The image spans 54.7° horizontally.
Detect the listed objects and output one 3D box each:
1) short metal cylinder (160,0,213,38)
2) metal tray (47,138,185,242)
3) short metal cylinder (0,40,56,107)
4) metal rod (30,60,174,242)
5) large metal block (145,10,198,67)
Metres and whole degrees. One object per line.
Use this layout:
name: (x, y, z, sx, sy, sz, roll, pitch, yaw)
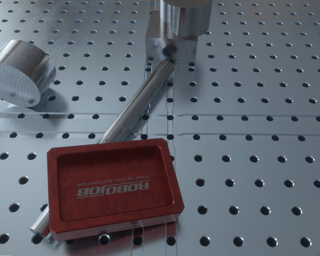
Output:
short metal cylinder: (0.040, -0.184, 0.481, 0.080, 0.050, 0.080, 0, 50, 0)
metal tray: (-0.049, 0.061, 0.330, 0.131, 0.030, 0.090, -5, 58, -17)
short metal cylinder: (-0.195, -0.075, 0.433, 0.080, 0.080, 0.050, 10, 51, 8)
metal rod: (-0.055, 0.006, 0.401, 0.025, 0.025, 0.301, 21, 53, 16)
large metal block: (0.022, -0.151, 0.518, 0.080, 0.050, 0.080, 5, 50, 4)
